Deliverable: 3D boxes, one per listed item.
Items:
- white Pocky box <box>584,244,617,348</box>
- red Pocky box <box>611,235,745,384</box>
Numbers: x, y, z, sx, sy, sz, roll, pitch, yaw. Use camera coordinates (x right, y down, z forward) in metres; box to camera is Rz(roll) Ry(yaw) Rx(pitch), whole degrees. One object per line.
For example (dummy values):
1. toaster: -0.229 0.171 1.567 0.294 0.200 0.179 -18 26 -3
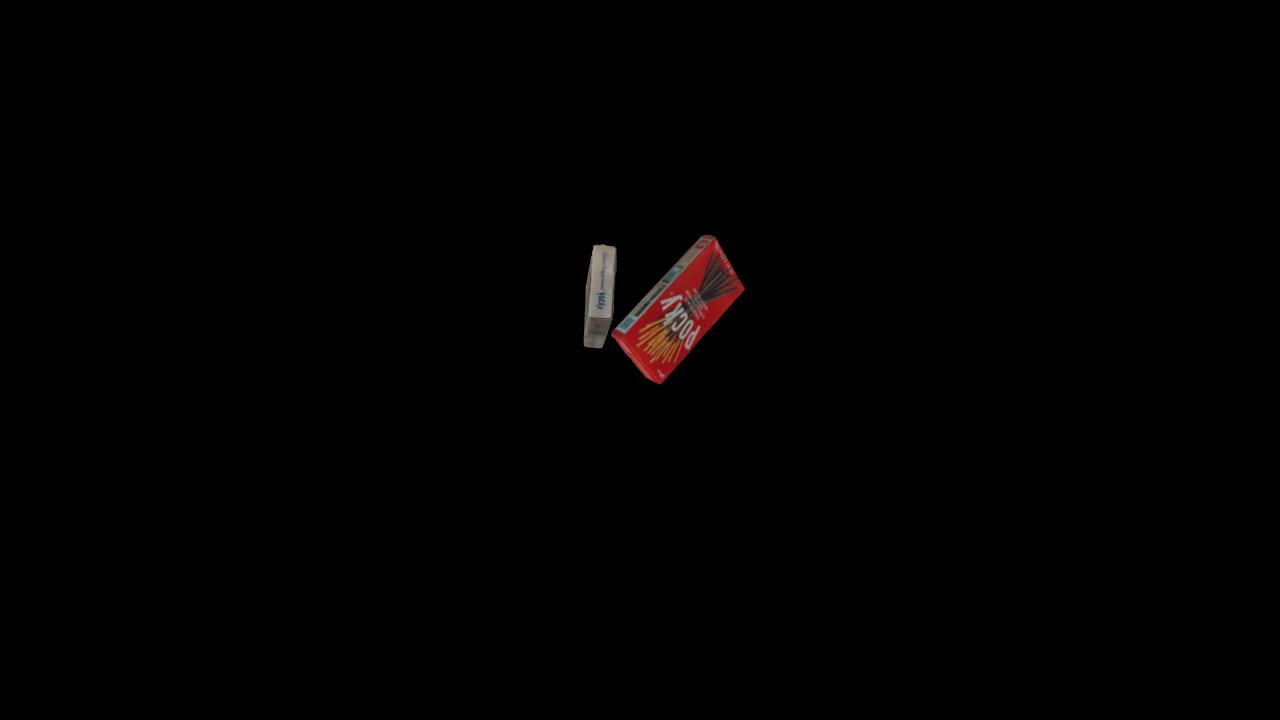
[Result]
1. white Pocky box: -0.049 -0.069 0.723 0.028 0.084 0.154 4 -11 -7
2. red Pocky box: 0.046 -0.055 0.676 0.028 0.155 0.083 28 -18 50
